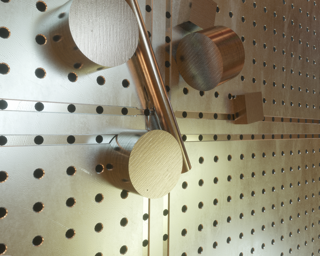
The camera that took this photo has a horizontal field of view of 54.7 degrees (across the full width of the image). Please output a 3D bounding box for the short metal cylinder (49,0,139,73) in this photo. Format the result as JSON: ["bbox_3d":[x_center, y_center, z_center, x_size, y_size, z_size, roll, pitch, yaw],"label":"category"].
[{"bbox_3d":[-0.070,-0.102,0.334,0.081,0.050,0.080,0,90,-40],"label":"short metal cylinder"}]

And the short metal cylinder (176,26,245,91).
[{"bbox_3d":[0.069,-0.097,0.431,0.050,0.080,0.080,-29,108,-36],"label":"short metal cylinder"}]

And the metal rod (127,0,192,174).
[{"bbox_3d":[-0.014,-0.078,0.396,0.025,0.025,0.298,-30,109,-36],"label":"metal rod"}]

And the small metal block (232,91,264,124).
[{"bbox_3d":[0.154,-0.035,0.538,0.050,0.025,0.050,-13,99,-39],"label":"small metal block"}]

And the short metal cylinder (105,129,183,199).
[{"bbox_3d":[-0.019,0.042,0.377,0.081,0.050,0.080,0,90,-40],"label":"short metal cylinder"}]

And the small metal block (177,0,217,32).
[{"bbox_3d":[0.055,-0.167,0.455,0.050,0.025,0.050,15,81,-39],"label":"small metal block"}]
